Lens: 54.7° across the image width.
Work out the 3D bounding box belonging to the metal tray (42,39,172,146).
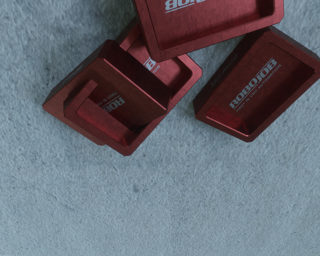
[{"bbox_3d":[-0.062,-0.031,0.349,0.090,0.030,0.130,38,138,-27],"label":"metal tray"}]

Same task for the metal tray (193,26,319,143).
[{"bbox_3d":[0.111,-0.048,0.365,0.091,0.030,0.129,24,126,-20],"label":"metal tray"}]

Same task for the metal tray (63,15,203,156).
[{"bbox_3d":[-0.029,-0.043,0.336,0.090,0.030,0.130,38,98,-28],"label":"metal tray"}]

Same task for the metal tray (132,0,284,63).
[{"bbox_3d":[0.041,-0.122,0.276,0.131,0.030,0.090,-19,124,-2],"label":"metal tray"}]
